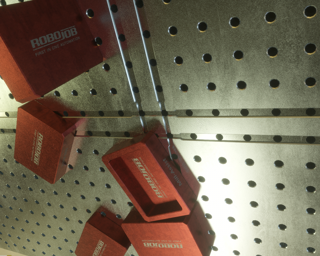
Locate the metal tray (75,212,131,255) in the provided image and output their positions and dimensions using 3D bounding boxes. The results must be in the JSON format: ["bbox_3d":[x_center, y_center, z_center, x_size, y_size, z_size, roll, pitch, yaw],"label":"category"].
[{"bbox_3d":[-0.112,0.231,0.607,0.090,0.030,0.129,31,128,7],"label":"metal tray"}]

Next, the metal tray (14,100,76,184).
[{"bbox_3d":[-0.199,0.027,0.527,0.090,0.030,0.129,31,128,7],"label":"metal tray"}]

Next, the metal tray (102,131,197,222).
[{"bbox_3d":[-0.016,0.076,0.461,0.090,0.030,0.130,-23,107,36],"label":"metal tray"}]

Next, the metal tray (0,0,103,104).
[{"bbox_3d":[-0.126,-0.095,0.348,0.030,0.131,0.090,-13,112,30],"label":"metal tray"}]

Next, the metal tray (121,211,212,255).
[{"bbox_3d":[0.009,0.181,0.514,0.130,0.030,0.090,-13,112,33],"label":"metal tray"}]
